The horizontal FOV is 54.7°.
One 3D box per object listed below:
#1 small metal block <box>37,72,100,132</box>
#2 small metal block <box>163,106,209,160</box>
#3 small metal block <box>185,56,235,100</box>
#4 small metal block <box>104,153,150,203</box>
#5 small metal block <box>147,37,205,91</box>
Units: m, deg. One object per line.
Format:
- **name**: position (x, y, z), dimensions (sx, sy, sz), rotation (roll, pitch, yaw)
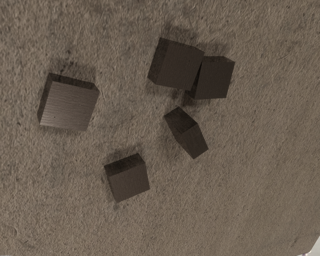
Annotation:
- **small metal block**: position (-0.100, -0.027, 0.336), dimensions (0.050, 0.025, 0.050), rotation (10, 113, -33)
- **small metal block**: position (0.035, 0.006, 0.415), dimensions (0.025, 0.050, 0.050), rotation (-34, 129, -7)
- **small metal block**: position (0.064, -0.066, 0.403), dimensions (0.050, 0.025, 0.050), rotation (-6, 121, -26)
- **small metal block**: position (-0.045, 0.069, 0.427), dimensions (0.050, 0.025, 0.050), rotation (-20, 126, -17)
- **small metal block**: position (0.019, -0.076, 0.372), dimensions (0.050, 0.025, 0.050), rotation (6, 116, -31)
